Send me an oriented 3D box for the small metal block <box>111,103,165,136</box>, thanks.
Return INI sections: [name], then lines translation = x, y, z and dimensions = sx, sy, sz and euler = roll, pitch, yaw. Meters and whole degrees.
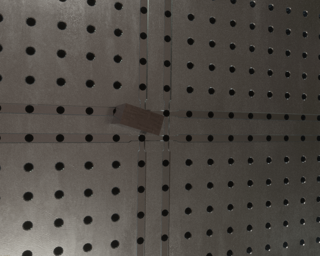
[small metal block]
translation = -0.029, -0.010, 0.389
dimensions = 0.050, 0.050, 0.025
euler = 18, 84, -20
